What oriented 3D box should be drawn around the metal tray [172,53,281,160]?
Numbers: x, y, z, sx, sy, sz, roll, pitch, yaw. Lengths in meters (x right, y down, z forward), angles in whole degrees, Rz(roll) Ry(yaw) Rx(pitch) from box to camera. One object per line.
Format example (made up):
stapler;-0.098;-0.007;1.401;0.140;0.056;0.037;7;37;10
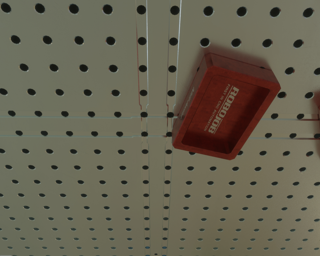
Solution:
metal tray;0.077;-0.020;0.391;0.091;0.030;0.129;13;129;-11
